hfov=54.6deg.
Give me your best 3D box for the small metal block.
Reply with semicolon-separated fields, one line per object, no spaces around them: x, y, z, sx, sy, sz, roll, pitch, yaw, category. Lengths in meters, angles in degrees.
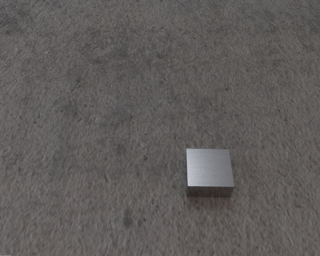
0.056;0.052;0.360;0.050;0.025;0.050;1;50;1;small metal block
